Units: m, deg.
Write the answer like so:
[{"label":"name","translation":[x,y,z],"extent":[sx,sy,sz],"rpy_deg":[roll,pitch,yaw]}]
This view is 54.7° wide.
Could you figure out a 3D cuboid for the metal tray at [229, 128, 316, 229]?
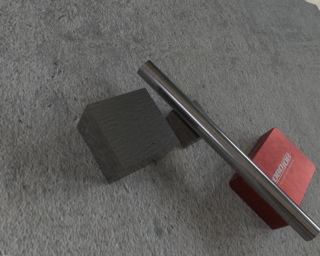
[{"label":"metal tray","translation":[0.168,0.069,0.451],"extent":[0.090,0.030,0.131],"rpy_deg":[46,51,3]}]

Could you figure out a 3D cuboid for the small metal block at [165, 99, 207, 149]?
[{"label":"small metal block","translation":[0.042,-0.006,0.432],"extent":[0.050,0.025,0.050],"rpy_deg":[-26,76,-37]}]

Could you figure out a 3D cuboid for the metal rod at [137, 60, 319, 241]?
[{"label":"metal rod","translation":[0.083,0.024,0.398],"extent":[0.300,0.025,0.025],"rpy_deg":[45,51,6]}]

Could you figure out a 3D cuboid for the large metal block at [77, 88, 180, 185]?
[{"label":"large metal block","translation":[-0.038,0.007,0.364],"extent":[0.081,0.050,0.080],"rpy_deg":[-23,74,-36]}]
